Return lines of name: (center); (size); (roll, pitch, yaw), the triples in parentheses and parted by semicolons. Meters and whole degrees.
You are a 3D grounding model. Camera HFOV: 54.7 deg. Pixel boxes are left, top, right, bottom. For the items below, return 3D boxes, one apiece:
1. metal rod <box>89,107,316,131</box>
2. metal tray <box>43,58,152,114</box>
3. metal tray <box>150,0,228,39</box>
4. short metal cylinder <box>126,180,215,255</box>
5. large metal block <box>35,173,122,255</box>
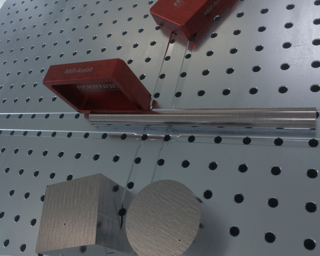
metal rod: (0.033, -0.013, 0.398); (0.300, 0.025, 0.025); (1, 62, 28)
metal tray: (-0.090, -0.056, 0.447); (0.130, 0.090, 0.030); (1, 63, 29)
metal tray: (0.057, -0.214, 0.506); (0.130, 0.030, 0.090); (-47, 51, -5)
short metal cylinder: (0.012, 0.101, 0.324); (0.080, 0.050, 0.080); (-13, 56, 21)
large metal block: (-0.095, 0.108, 0.376); (0.080, 0.050, 0.080); (-15, 56, 19)
